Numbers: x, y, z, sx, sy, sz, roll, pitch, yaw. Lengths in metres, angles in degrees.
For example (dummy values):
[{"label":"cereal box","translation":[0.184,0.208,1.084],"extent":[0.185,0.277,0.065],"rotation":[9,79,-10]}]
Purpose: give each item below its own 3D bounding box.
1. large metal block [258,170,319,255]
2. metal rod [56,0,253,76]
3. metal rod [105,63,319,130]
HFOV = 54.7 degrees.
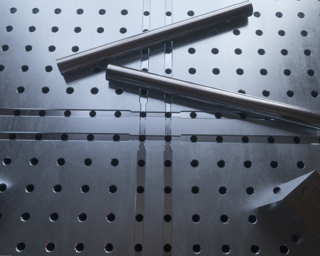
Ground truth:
[{"label":"large metal block","translation":[0.169,0.102,0.348],"extent":[0.050,0.080,0.080],"rotation":[-37,74,-12]},{"label":"metal rod","translation":[-0.003,-0.136,0.461],"extent":[0.302,0.025,0.025],"rotation":[-20,72,-8]},{"label":"metal rod","translation":[0.073,-0.044,0.428],"extent":[0.302,0.025,0.025],"rotation":[14,71,4]}]
